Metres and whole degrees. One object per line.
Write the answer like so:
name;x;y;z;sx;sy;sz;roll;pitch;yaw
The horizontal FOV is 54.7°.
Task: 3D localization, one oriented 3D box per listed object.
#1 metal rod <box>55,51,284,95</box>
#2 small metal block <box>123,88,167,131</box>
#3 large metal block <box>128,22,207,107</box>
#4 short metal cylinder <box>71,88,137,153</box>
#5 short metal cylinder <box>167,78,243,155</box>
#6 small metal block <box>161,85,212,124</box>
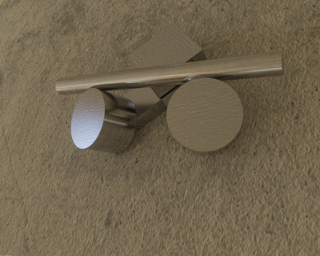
metal rod;-0.009;-0.063;0.382;0.300;0.025;0.025;-1;61;27
small metal block;-0.025;-0.033;0.439;0.050;0.025;0.050;-36;51;2
large metal block;0.014;-0.089;0.434;0.080;0.050;0.080;-36;51;4
short metal cylinder;-0.076;-0.008;0.416;0.080;0.050;0.080;-14;69;44
short metal cylinder;0.051;-0.011;0.351;0.080;0.050;0.080;-2;81;10
small metal block;0.038;-0.031;0.404;0.050;0.025;0.050;-37;51;3
